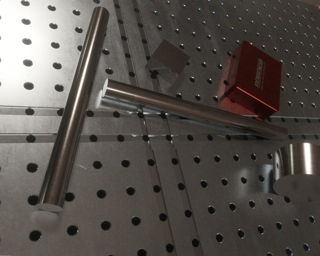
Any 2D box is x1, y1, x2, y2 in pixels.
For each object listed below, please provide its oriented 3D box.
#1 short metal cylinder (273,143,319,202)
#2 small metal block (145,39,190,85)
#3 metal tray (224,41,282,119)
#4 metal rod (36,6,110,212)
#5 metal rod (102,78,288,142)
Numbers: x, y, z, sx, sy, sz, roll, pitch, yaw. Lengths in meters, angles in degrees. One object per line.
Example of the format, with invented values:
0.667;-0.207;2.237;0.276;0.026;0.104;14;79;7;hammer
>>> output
0.206;0.065;0.447;0.080;0.080;0.050;25;53;-13;short metal cylinder
0.013;-0.103;0.479;0.050;0.025;0.050;34;51;-7;small metal block
0.169;-0.088;0.553;0.090;0.030;0.130;28;52;-11;metal tray
-0.098;-0.047;0.384;0.025;0.025;0.300;17;55;-19;metal rod
0.066;-0.021;0.458;0.302;0.025;0.025;13;56;-22;metal rod
